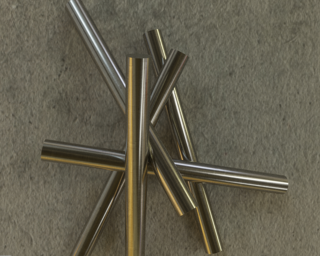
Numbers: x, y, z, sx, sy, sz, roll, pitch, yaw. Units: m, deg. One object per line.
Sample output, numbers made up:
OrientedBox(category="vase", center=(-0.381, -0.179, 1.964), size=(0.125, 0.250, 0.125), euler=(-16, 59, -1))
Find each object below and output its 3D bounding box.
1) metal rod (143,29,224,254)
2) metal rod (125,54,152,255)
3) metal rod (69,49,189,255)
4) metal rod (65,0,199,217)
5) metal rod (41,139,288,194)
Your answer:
OrientedBox(category="metal rod", center=(0.031, 0.018, 0.410), size=(0.025, 0.025, 0.298), euler=(-16, 90, 0))
OrientedBox(category="metal rod", center=(-0.027, 0.068, 0.353), size=(0.025, 0.025, 0.298), euler=(3, 113, -1))
OrientedBox(category="metal rod", center=(-0.042, 0.041, 0.394), size=(0.025, 0.025, 0.299), euler=(27, 96, -1))
OrientedBox(category="metal rod", center=(-0.041, -0.035, 0.372), size=(0.025, 0.025, 0.299), euler=(-30, 76, 0))
OrientedBox(category="metal rod", center=(0.015, 0.050, 0.378), size=(0.302, 0.025, 0.025), euler=(10, 90, -11))
